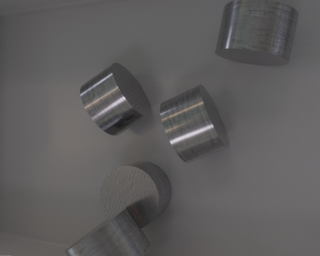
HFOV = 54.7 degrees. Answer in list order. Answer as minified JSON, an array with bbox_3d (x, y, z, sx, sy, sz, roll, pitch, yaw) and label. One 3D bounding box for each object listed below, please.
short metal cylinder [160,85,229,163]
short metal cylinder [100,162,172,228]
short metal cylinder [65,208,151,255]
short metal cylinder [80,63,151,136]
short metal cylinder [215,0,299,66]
[{"bbox_3d":[0.042,-0.005,0.366,0.050,0.080,0.080,-24,82,18],"label":"short metal cylinder"},{"bbox_3d":[-0.030,0.086,0.408,0.080,0.050,0.080,0,90,20],"label":"short metal cylinder"},{"bbox_3d":[-0.058,0.134,0.349,0.080,0.080,0.050,-37,84,16],"label":"short metal cylinder"},{"bbox_3d":[-0.056,-0.037,0.401,0.050,0.080,0.080,-31,80,17],"label":"short metal cylinder"},{"bbox_3d":[0.106,-0.103,0.344,0.080,0.080,0.050,12,94,19],"label":"short metal cylinder"}]
